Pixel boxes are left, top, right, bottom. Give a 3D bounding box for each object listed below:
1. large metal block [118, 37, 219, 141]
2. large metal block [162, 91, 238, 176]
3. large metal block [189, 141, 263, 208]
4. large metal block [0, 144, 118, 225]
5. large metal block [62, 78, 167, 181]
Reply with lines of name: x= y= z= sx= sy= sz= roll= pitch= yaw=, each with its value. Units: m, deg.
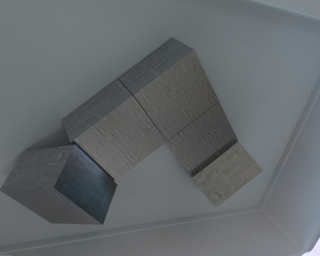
large metal block: x=0.012 y=-0.045 z=0.368 sx=0.080 sy=0.050 sz=0.080 roll=-38 pitch=129 yaw=-3
large metal block: x=0.048 y=0.005 z=0.419 sx=0.080 sy=0.050 sz=0.080 roll=-38 pitch=129 yaw=-3
large metal block: x=0.092 y=0.067 z=0.454 sx=0.080 sy=0.050 sz=0.080 roll=-38 pitch=173 yaw=-3
large metal block: x=-0.109 y=0.066 z=0.343 sx=0.080 sy=0.050 sz=0.080 roll=-8 pitch=137 yaw=29
large metal block: x=-0.052 y=0.004 z=0.364 sx=0.080 sy=0.050 sz=0.080 roll=-38 pitch=129 yaw=-3
